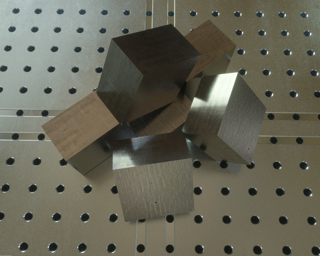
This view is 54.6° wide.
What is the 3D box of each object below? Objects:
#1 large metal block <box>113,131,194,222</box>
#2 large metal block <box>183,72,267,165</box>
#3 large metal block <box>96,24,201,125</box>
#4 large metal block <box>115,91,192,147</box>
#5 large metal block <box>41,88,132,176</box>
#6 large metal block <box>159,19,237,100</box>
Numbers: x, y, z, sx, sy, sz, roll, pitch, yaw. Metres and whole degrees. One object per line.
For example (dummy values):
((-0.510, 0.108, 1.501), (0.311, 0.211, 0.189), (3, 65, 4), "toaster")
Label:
((-0.007, 0.055, 0.355), (0.080, 0.080, 0.050), (-8, 34, -3), "large metal block")
((0.081, -0.010, 0.379), (0.050, 0.080, 0.080), (2, 63, 45), "large metal block")
((-0.014, -0.058, 0.337), (0.081, 0.080, 0.050), (-27, 70, -36), "large metal block")
((-0.008, -0.019, 0.407), (0.080, 0.050, 0.080), (-37, 74, -13), "large metal block")
((-0.083, 0.007, 0.378), (0.080, 0.080, 0.050), (-36, 74, -12), "large metal block")
((0.046, -0.082, 0.413), (0.080, 0.080, 0.050), (-37, 75, -13), "large metal block")
